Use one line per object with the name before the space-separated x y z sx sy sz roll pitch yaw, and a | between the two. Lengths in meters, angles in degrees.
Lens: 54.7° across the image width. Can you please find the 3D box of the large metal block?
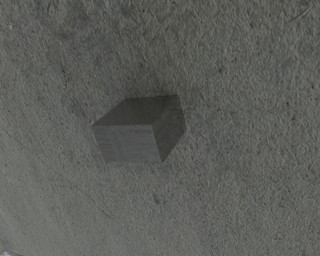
large metal block | -0.022 0.000 0.383 0.080 0.080 0.050 -1 118 28
